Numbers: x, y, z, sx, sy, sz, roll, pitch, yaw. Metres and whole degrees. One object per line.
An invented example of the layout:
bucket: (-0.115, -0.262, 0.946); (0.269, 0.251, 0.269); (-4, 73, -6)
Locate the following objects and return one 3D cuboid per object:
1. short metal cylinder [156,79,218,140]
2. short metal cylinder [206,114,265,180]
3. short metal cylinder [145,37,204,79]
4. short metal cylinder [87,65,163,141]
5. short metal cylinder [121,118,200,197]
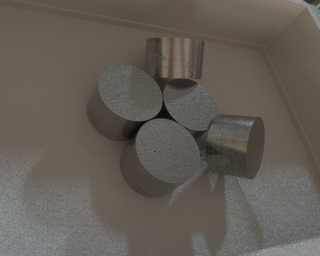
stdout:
short metal cylinder: (0.030, -0.020, 0.417); (0.081, 0.050, 0.080); (14, 56, -21)
short metal cylinder: (0.100, 0.023, 0.403); (0.081, 0.050, 0.079); (-17, 111, -55)
short metal cylinder: (0.020, -0.095, 0.429); (0.081, 0.080, 0.050); (-3, 102, -30)
short metal cylinder: (-0.044, -0.031, 0.384); (0.081, 0.050, 0.080); (14, 56, -21)
short metal cylinder: (0.000, 0.036, 0.367); (0.081, 0.050, 0.080); (14, 56, -21)
